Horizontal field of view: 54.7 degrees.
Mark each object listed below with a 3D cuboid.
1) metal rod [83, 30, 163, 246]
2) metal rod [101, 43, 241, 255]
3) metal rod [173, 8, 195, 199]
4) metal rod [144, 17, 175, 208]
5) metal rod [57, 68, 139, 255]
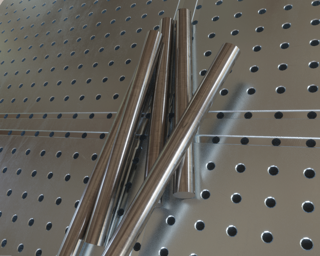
[{"bbox_3d":[-0.043,-0.001,0.413,0.025,0.025,0.299,4,68,29],"label":"metal rod"},{"bbox_3d":[0.014,0.028,0.348,0.025,0.025,0.300,21,73,35],"label":"metal rod"},{"bbox_3d":[0.033,-0.054,0.422,0.025,0.025,0.299,-11,57,22],"label":"metal rod"},{"bbox_3d":[0.002,-0.041,0.431,0.025,0.025,0.299,-9,58,23],"label":"metal rod"},{"bbox_3d":[-0.066,0.028,0.423,0.025,0.025,0.300,6,64,30],"label":"metal rod"}]
